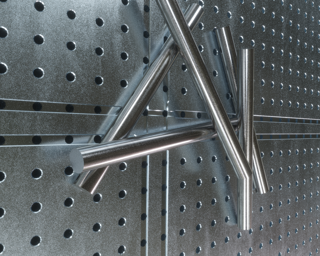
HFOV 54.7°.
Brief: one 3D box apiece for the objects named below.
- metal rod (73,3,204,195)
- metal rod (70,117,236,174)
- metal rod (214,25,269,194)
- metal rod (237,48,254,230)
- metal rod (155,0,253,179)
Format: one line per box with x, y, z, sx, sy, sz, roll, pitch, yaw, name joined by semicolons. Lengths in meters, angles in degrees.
-0.016;-0.053;0.397;0.025;0.025;0.300;45;63;-31;metal rod
0.022;0.013;0.409;0.302;0.025;0.025;-10;97;-46;metal rod
0.144;-0.023;0.532;0.025;0.025;0.298;-29;108;-37;metal rod
0.137;0.026;0.497;0.025;0.025;0.298;-17;110;-39;metal rod
0.062;-0.056;0.424;0.025;0.025;0.299;-40;111;-33;metal rod
